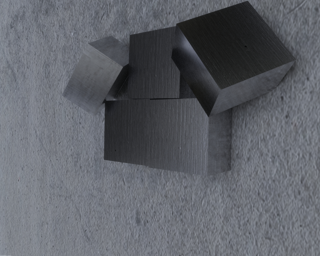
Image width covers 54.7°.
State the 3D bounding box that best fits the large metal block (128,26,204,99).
[{"bbox_3d":[0.008,-0.075,0.382,0.080,0.050,0.079,4,92,39],"label":"large metal block"}]

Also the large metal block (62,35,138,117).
[{"bbox_3d":[-0.078,-0.073,0.423,0.050,0.080,0.080,34,116,-3],"label":"large metal block"}]

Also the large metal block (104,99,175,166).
[{"bbox_3d":[-0.028,0.004,0.410,0.080,0.050,0.079,2,91,39],"label":"large metal block"}]

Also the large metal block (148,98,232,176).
[{"bbox_3d":[0.034,0.008,0.358,0.080,0.050,0.079,2,91,39],"label":"large metal block"}]

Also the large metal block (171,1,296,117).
[{"bbox_3d":[0.067,-0.069,0.306,0.080,0.081,0.050,62,164,21],"label":"large metal block"}]
